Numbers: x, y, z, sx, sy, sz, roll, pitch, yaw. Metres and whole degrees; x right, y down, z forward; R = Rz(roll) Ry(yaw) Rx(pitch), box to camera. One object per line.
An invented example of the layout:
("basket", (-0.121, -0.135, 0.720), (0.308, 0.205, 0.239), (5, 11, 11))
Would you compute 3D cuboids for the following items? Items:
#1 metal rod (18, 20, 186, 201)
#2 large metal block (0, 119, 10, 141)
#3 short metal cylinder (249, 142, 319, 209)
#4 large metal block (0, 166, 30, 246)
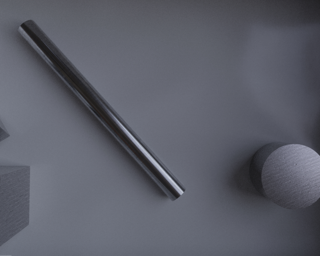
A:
("metal rod", (-0.076, -0.023, 0.410), (0.025, 0.025, 0.300), (-42, 91, 0))
("large metal block", (-0.243, -0.003, 0.366), (0.080, 0.080, 0.050), (-33, 71, -15))
("short metal cylinder", (0.163, 0.059, 0.401), (0.081, 0.050, 0.079), (0, 90, -1))
("large metal block", (-0.203, 0.091, 0.381), (0.050, 0.080, 0.079), (1, 90, 0))
